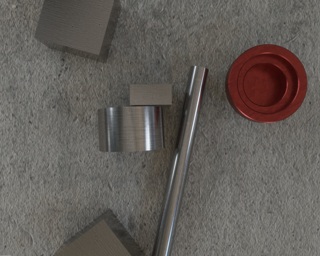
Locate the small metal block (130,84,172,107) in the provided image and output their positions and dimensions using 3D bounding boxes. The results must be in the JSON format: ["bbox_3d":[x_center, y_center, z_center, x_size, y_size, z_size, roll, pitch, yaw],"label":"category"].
[{"bbox_3d":[-0.011,-0.040,0.397,0.050,0.050,0.025,-1,90,-1],"label":"small metal block"}]

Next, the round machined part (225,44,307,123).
[{"bbox_3d":[0.133,-0.055,0.403,0.099,0.042,0.097,0,90,-1],"label":"round machined part"}]

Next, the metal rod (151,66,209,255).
[{"bbox_3d":[0.023,0.067,0.410,0.025,0.025,0.298,12,90,-1],"label":"metal rod"}]

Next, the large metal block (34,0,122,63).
[{"bbox_3d":[-0.102,-0.137,0.396,0.080,0.050,0.080,15,90,-1],"label":"large metal block"}]

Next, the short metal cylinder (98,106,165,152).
[{"bbox_3d":[-0.035,0.001,0.382,0.081,0.080,0.050,-2,90,-1],"label":"short metal cylinder"}]

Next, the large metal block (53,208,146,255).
[{"bbox_3d":[-0.076,0.165,0.397,0.080,0.050,0.080,-37,90,0],"label":"large metal block"}]
